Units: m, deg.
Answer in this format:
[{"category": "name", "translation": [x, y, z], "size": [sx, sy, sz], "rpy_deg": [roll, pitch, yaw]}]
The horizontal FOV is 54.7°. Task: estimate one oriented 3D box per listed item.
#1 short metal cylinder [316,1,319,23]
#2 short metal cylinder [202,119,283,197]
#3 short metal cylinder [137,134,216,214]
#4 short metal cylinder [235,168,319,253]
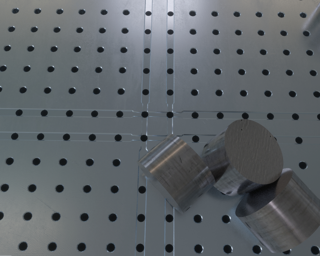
[{"category": "short metal cylinder", "translation": [0.288, -0.187, 0.469], "size": [0.081, 0.050, 0.080], "rpy_deg": [0, 70, 0]}, {"category": "short metal cylinder", "translation": [0.098, 0.036, 0.371], "size": [0.081, 0.050, 0.080], "rpy_deg": [12, 59, -20]}, {"category": "short metal cylinder", "translation": [0.018, 0.053, 0.363], "size": [0.050, 0.080, 0.080], "rpy_deg": [-40, 75, -13]}, {"category": "short metal cylinder", "translation": [0.132, 0.090, 0.346], "size": [0.080, 0.080, 0.050], "rpy_deg": [-41, 86, -13]}]
